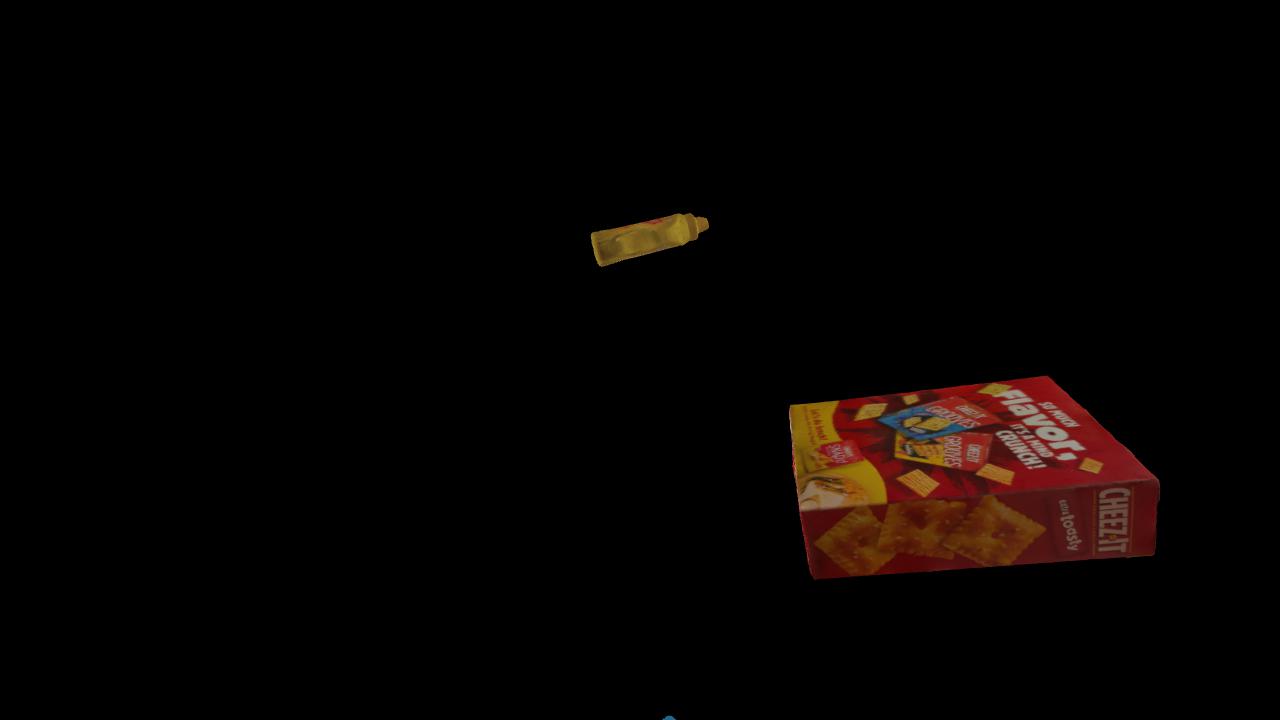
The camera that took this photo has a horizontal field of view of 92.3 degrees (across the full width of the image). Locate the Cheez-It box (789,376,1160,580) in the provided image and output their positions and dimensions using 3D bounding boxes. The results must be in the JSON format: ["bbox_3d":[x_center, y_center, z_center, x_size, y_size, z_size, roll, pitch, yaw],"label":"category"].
[{"bbox_3d":[0.237,0.086,0.488,0.223,0.071,0.166,-9,21,14],"label":"Cheez-It box"}]

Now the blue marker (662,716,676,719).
[{"bbox_3d":[0.032,0.442,0.662,0.020,0.121,0.020,-1,6,0],"label":"blue marker"}]

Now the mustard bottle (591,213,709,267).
[{"bbox_3d":[0.018,-0.192,0.956,0.184,0.054,0.092,-14,11,-4],"label":"mustard bottle"}]
